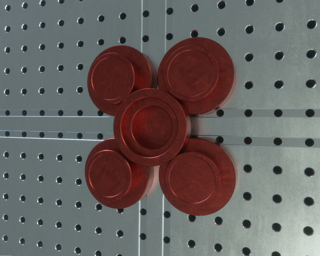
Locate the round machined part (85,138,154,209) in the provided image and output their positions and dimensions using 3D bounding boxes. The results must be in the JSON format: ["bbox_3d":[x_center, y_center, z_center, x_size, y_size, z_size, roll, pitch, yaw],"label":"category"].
[{"bbox_3d":[-0.061,0.063,0.424,0.098,0.042,0.097,0,90,19],"label":"round machined part"}]

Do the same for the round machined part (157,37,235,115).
[{"bbox_3d":[0.043,-0.065,0.387,0.098,0.042,0.097,0,90,19],"label":"round machined part"}]

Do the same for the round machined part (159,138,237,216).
[{"bbox_3d":[0.044,0.062,0.387,0.098,0.042,0.097,0,90,19],"label":"round machined part"}]

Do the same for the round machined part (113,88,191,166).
[{"bbox_3d":[-0.007,-0.001,0.403,0.098,0.042,0.097,0,90,19],"label":"round machined part"}]

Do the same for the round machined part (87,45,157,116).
[{"bbox_3d":[-0.058,-0.064,0.422,0.098,0.042,0.097,0,90,19],"label":"round machined part"}]
